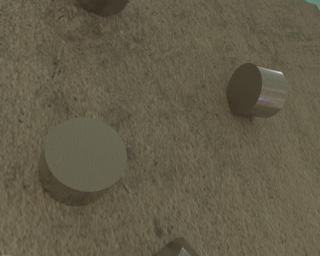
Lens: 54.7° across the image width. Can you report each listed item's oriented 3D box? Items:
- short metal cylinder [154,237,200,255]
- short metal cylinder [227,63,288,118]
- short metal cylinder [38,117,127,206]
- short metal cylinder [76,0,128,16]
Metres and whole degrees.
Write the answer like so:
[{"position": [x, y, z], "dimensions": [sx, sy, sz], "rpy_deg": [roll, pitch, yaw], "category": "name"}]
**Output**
[{"position": [0.010, 0.149, 0.284], "dimensions": [0.050, 0.080, 0.080], "rpy_deg": [47, 51, 4], "category": "short metal cylinder"}, {"position": [0.151, -0.058, 0.488], "dimensions": [0.050, 0.080, 0.080], "rpy_deg": [7, 59, -25], "category": "short metal cylinder"}, {"position": [-0.081, 0.036, 0.323], "dimensions": [0.081, 0.050, 0.080], "rpy_deg": [14, 56, -21], "category": "short metal cylinder"}, {"position": [-0.084, -0.214, 0.455], "dimensions": [0.081, 0.080, 0.050], "rpy_deg": [16, 55, -20], "category": "short metal cylinder"}]
